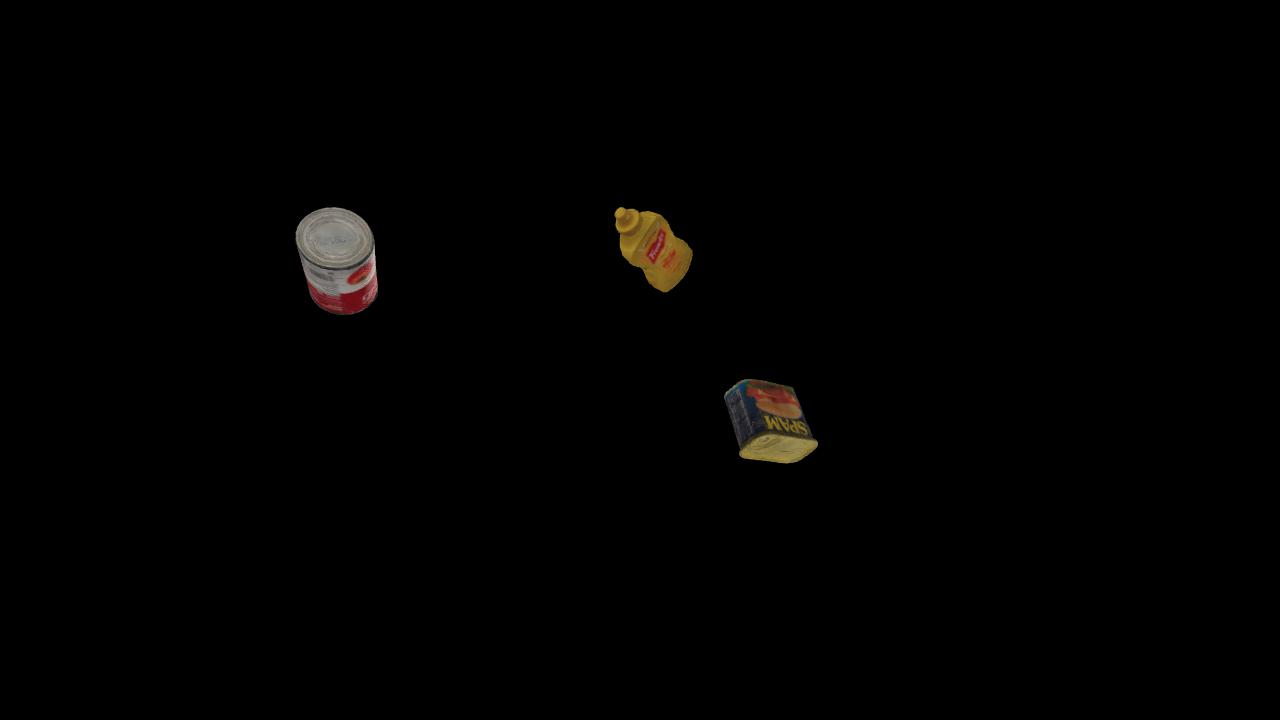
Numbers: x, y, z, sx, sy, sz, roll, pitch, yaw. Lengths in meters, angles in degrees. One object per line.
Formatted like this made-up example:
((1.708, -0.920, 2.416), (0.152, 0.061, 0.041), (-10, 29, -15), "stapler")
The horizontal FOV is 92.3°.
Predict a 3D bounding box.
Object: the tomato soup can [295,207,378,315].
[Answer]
((-0.297, -0.096, 0.607), (0.068, 0.068, 0.101), (0, -21, -21), "tomato soup can")

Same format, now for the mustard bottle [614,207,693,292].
((0.014, -0.187, 0.984), (0.054, 0.092, 0.184), (39, 2, 38), "mustard bottle")

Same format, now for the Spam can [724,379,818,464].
((0.161, 0.076, 0.770), (0.101, 0.085, 0.058), (12, -43, -30), "Spam can")
